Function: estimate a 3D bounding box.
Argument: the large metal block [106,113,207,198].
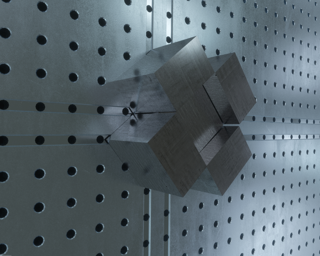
[{"bbox_3d":[-0.004,0.030,0.368,0.050,0.080,0.080,-46,118,-30],"label":"large metal block"}]

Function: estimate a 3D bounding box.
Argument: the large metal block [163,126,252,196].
[{"bbox_3d":[0.066,0.041,0.429,0.080,0.080,0.050,-44,117,-31],"label":"large metal block"}]

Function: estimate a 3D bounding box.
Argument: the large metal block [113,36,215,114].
[{"bbox_3d":[0.005,-0.062,0.376,0.080,0.080,0.050,-46,118,-30],"label":"large metal block"}]

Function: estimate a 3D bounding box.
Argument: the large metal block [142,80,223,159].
[{"bbox_3d":[0.027,-0.011,0.413,0.080,0.050,0.080,-45,116,-28],"label":"large metal block"}]

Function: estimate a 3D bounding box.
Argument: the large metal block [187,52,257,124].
[{"bbox_3d":[0.075,-0.052,0.435,0.050,0.080,0.080,-46,118,-30],"label":"large metal block"}]
